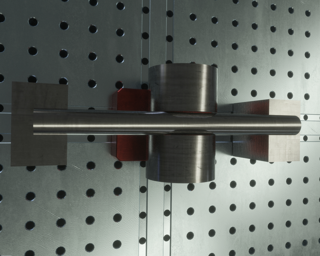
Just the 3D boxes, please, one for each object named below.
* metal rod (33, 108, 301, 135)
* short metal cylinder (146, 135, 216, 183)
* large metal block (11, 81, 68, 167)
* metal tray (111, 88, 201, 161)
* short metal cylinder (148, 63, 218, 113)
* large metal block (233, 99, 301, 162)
[{"bbox_3d":[0.026,-0.005,0.336,0.302,0.025,0.025,1,90,-20],"label":"metal rod"},{"bbox_3d":[0.024,0.032,0.360,0.081,0.080,0.050,1,90,-20],"label":"short metal cylinder"},{"bbox_3d":[-0.129,-0.004,0.335,0.050,0.080,0.080,1,90,-20],"label":"large metal block"},{"bbox_3d":[0.004,-0.003,0.411,0.131,0.030,0.089,1,90,-20],"label":"metal tray"},{"bbox_3d":[0.026,-0.043,0.361,0.081,0.080,0.050,1,90,-20],"label":"short metal cylinder"},{"bbox_3d":[0.147,0.003,0.436,0.050,0.080,0.080,1,90,-20],"label":"large metal block"}]
